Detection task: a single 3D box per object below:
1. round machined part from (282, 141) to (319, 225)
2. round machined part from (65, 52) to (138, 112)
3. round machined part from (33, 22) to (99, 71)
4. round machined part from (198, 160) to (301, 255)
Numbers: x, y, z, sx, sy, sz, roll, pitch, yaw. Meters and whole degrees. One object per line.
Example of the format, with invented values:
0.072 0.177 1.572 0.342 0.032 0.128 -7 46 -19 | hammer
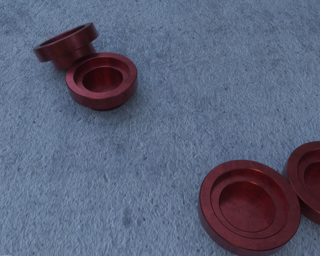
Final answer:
0.183 0.065 0.339 0.099 0.042 0.098 0 50 0 | round machined part
-0.080 -0.062 0.443 0.099 0.042 0.098 0 50 0 | round machined part
-0.139 -0.122 0.476 0.098 0.042 0.098 -18 27 10 | round machined part
0.088 0.085 0.321 0.099 0.042 0.098 0 50 0 | round machined part
